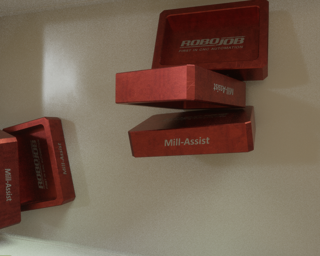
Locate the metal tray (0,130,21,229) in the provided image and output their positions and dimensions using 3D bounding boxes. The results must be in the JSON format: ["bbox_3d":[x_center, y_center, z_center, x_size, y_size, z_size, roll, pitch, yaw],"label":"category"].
[{"bbox_3d":[-0.240,0.071,0.457,0.090,0.030,0.129,13,105,44],"label":"metal tray"}]

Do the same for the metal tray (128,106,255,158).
[{"bbox_3d":[0.041,0.003,0.358,0.130,0.090,0.030,-5,103,19],"label":"metal tray"}]

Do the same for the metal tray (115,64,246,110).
[{"bbox_3d":[0.027,-0.039,0.334,0.090,0.131,0.030,1,90,35],"label":"metal tray"}]

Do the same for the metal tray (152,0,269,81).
[{"bbox_3d":[0.061,-0.102,0.370,0.130,0.030,0.090,1,71,19],"label":"metal tray"}]

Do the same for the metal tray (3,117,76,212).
[{"bbox_3d":[-0.186,0.055,0.471,0.090,0.030,0.129,-14,86,19],"label":"metal tray"}]
